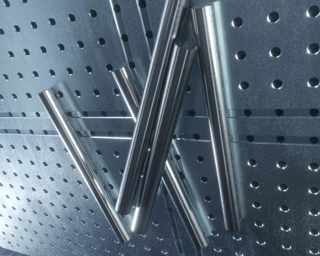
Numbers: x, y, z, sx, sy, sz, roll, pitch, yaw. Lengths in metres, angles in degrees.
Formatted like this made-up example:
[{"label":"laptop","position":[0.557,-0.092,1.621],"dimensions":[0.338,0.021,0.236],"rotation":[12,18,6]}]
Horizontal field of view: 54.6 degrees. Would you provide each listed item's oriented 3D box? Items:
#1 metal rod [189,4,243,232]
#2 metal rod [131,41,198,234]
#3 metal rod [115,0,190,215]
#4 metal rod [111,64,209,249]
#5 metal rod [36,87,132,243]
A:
[{"label":"metal rod","position":[0.073,0.008,0.377],"dimensions":[0.025,0.025,0.298],"rotation":[1,119,28]},{"label":"metal rod","position":[-0.003,0.035,0.402],"dimensions":[0.025,0.025,0.298],"rotation":[23,125,14]},{"label":"metal rod","position":[-0.017,-0.009,0.386],"dimensions":[0.025,0.025,0.298],"rotation":[23,118,14]},{"label":"metal rod","position":[0.007,0.053,0.440],"dimensions":[0.025,0.025,0.299],"rotation":[-11,113,33]},{"label":"metal rod","position":[-0.119,0.073,0.519],"dimensions":[0.025,0.025,0.299],"rotation":[-10,114,32]}]
